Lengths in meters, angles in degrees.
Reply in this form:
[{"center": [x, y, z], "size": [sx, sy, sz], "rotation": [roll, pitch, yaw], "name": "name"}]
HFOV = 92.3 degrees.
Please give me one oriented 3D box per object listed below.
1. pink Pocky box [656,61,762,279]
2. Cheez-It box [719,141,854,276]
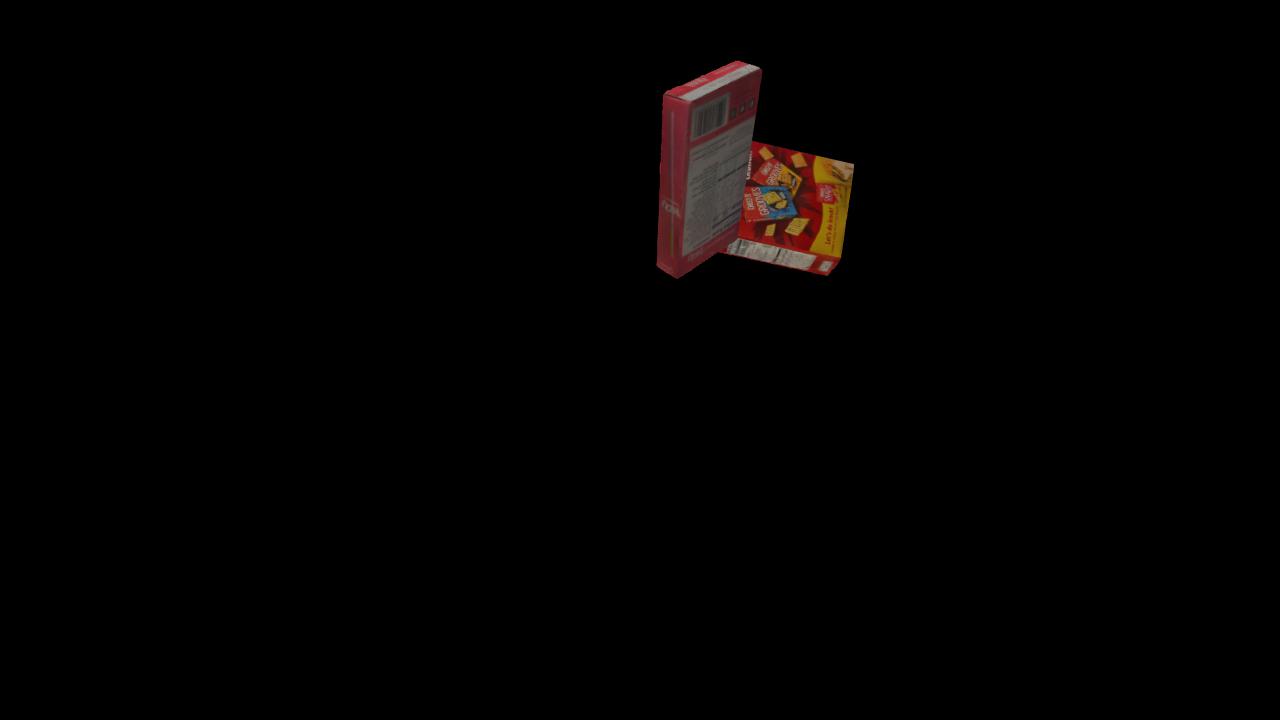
[{"center": [0.052, -0.147, 0.493], "size": [0.029, 0.155, 0.084], "rotation": [36, 56, 29], "name": "pink Pocky box"}, {"center": [0.191, -0.230, 0.912], "size": [0.223, 0.166, 0.071], "rotation": [13, -19, 2], "name": "Cheez-It box"}]
